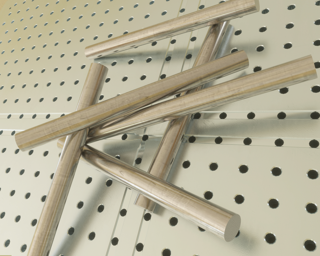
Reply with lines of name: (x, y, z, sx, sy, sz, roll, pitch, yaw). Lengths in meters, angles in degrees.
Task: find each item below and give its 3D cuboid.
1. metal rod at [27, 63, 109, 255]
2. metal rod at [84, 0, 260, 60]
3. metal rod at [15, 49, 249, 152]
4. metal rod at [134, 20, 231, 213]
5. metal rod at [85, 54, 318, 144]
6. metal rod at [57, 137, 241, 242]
metal rod: (-0.123, 0.057, 0.402, 0.025, 0.025, 0.299, 9, 77, 32)
metal rod: (-0.001, -0.149, 0.480, 0.300, 0.025, 0.025, -6, 59, 32)
metal rod: (-0.033, -0.035, 0.391, 0.301, 0.025, 0.025, -21, 53, -2)
metal rod: (0.037, -0.036, 0.411, 0.025, 0.025, 0.300, 11, 67, 33)
metal rod: (0.025, -0.026, 0.376, 0.300, 0.025, 0.025, -16, 55, 25)
metal rod: (-0.041, 0.054, 0.369, 0.300, 0.025, 0.025, 17, 70, 44)
